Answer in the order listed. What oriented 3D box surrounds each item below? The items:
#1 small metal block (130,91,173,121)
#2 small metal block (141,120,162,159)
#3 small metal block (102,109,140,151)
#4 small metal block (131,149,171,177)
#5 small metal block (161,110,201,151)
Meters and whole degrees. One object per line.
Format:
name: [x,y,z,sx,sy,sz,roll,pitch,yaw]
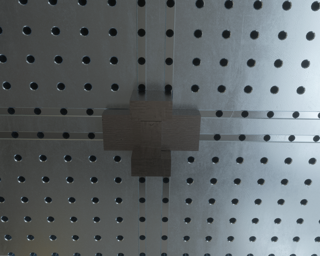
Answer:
small metal block: [-0.011,-0.029,0.389,0.050,0.050,0.025,1,110,-1]
small metal block: [-0.011,0.007,0.402,0.025,0.050,0.050,1,110,-1]
small metal block: [-0.049,0.002,0.413,0.050,0.025,0.050,0,110,-1]
small metal block: [-0.011,0.042,0.415,0.050,0.050,0.025,1,110,-1]
small metal block: [0.027,0.003,0.414,0.050,0.025,0.050,1,110,-1]
